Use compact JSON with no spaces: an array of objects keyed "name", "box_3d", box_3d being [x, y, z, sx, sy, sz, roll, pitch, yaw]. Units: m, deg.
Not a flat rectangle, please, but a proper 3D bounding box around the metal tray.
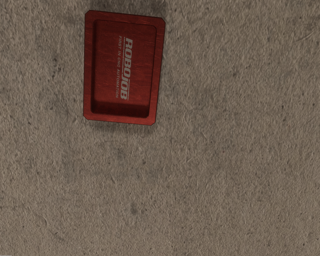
[{"name":"metal tray","box_3d":[-0.045,-0.072,0.379,0.091,0.030,0.129,5,110,-3]}]
